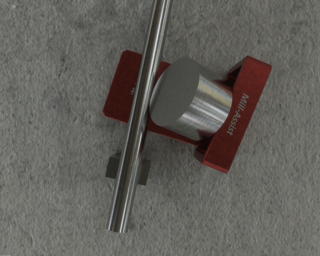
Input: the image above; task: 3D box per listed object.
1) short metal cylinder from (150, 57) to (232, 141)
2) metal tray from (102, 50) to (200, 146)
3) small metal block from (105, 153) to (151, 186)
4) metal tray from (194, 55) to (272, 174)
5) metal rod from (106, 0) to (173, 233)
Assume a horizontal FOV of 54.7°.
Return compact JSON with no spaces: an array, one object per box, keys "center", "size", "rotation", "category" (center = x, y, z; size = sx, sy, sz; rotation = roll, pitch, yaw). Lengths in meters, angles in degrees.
[{"center":[0.033,-0.031,0.347],"size":[0.050,0.080,0.080],"rotation":[23,90,-33],"category":"short metal cylinder"},{"center":[0.002,-0.039,0.408],"size":[0.131,0.030,0.090],"rotation":[18,90,-1],"category":"metal tray"},{"center":[-0.039,0.052,0.398],"size":[0.050,0.050,0.025],"rotation":[13,90,-1],"category":"small metal block"},{"center":[0.084,-0.015,0.380],"size":[0.030,0.090,0.129],"rotation":[23,90,0],"category":"metal tray"},{"center":[-0.021,-0.030,0.372],"size":[0.025,0.025,0.299],"rotation":[11,81,-1],"category":"metal rod"}]
